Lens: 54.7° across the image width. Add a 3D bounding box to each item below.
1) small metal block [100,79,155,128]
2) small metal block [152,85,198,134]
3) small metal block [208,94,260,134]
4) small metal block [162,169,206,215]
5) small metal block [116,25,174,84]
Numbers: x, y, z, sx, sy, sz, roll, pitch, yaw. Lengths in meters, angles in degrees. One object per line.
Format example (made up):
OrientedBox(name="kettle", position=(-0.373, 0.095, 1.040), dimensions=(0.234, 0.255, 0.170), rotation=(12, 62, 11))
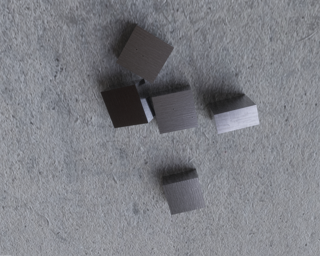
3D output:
OrientedBox(name="small metal block", position=(-0.039, -0.030, 0.389), dimensions=(0.050, 0.025, 0.050), rotation=(-8, 112, 26))
OrientedBox(name="small metal block", position=(0.019, -0.024, 0.401), dimensions=(0.050, 0.025, 0.050), rotation=(-11, 110, 4))
OrientedBox(name="small metal block", position=(0.091, -0.019, 0.390), dimensions=(0.050, 0.050, 0.025), rotation=(-14, 110, 5))
OrientedBox(name="small metal block", position=(0.034, 0.092, 0.444), dimensions=(0.050, 0.025, 0.050), rotation=(-14, 110, 5))
OrientedBox(name="small metal block", position=(-0.018, -0.090, 0.376), dimensions=(0.050, 0.025, 0.050), rotation=(29, 107, -11))
